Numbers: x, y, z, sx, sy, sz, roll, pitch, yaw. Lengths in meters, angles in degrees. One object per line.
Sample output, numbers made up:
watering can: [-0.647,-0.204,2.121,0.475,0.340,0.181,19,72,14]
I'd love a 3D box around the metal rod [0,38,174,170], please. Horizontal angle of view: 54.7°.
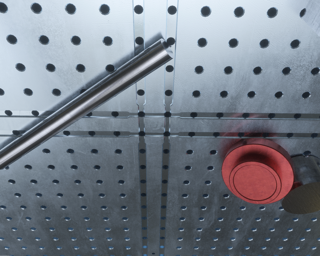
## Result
metal rod: [-0.113,-0.019,0.393,0.300,0.025,0.025,-29,125,22]

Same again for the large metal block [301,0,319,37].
large metal block: [0.198,-0.126,0.291,0.081,0.050,0.079,9,130,-8]

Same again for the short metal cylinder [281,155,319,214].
short metal cylinder: [0.218,0.087,0.471,0.081,0.050,0.079,-2,132,-2]

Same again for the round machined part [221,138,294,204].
round machined part: [0.135,0.067,0.434,0.098,0.042,0.097,9,116,20]
